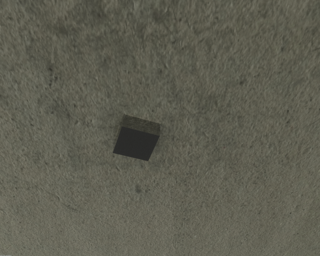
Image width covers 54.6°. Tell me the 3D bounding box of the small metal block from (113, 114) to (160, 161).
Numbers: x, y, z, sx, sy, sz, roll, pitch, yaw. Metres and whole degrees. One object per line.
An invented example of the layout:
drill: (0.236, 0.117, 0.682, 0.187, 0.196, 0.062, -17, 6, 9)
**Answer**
small metal block: (-0.032, 0.014, 0.419, 0.050, 0.025, 0.050, 15, 129, -12)
